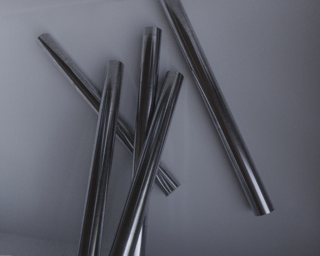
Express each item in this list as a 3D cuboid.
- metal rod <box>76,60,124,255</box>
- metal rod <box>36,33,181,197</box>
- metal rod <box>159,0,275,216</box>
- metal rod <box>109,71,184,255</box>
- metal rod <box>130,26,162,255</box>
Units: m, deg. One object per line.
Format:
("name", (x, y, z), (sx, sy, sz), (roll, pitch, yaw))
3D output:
("metal rod", (-0.071, 0.048, 0.372), (0.025, 0.025, 0.299), (-6, 63, 20))
("metal rod", (-0.080, -0.026, 0.438), (0.025, 0.025, 0.300), (-45, 76, 14))
("metal rod", (0.067, -0.037, 0.386), (0.025, 0.025, 0.299), (-25, 82, 18))
("metal rod", (-0.020, 0.065, 0.350), (0.025, 0.025, 0.300), (8, 67, 20))
("metal rod", (-0.020, 0.017, 0.394), (0.025, 0.025, 0.298), (1, 82, 20))
